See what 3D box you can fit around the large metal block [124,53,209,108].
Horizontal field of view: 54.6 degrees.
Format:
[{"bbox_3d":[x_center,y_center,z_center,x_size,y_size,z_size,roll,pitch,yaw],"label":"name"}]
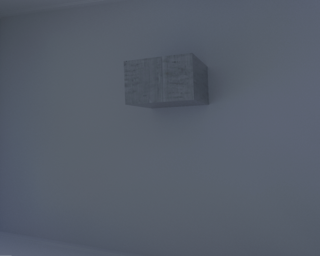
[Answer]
[{"bbox_3d":[0.011,-0.053,0.378,0.080,0.080,0.050,-2,89,20],"label":"large metal block"}]
